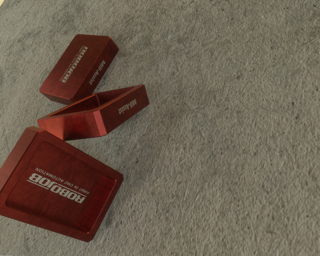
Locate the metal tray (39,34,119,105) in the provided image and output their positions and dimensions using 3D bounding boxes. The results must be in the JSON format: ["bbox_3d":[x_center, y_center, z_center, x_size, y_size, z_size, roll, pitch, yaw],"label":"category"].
[{"bbox_3d":[-0.139,-0.102,0.536,0.090,0.030,0.130,15,69,34],"label":"metal tray"}]

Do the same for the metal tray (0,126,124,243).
[{"bbox_3d":[-0.111,0.067,0.350,0.030,0.130,0.090,11,69,45],"label":"metal tray"}]

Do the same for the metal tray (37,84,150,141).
[{"bbox_3d":[-0.081,-0.022,0.406,0.090,0.030,0.131,-7,17,24],"label":"metal tray"}]
